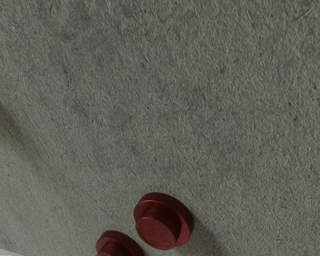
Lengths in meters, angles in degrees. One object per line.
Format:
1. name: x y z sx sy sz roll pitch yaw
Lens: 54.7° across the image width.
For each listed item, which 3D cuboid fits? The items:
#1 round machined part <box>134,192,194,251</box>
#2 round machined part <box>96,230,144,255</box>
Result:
1. round machined part: 0.001 0.154 0.490 0.098 0.042 0.097 13 124 21
2. round machined part: -0.082 0.248 0.592 0.098 0.042 0.097 13 124 21
